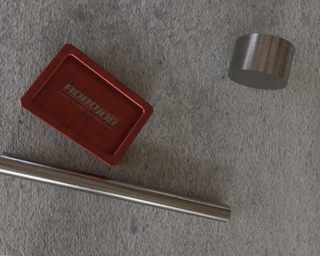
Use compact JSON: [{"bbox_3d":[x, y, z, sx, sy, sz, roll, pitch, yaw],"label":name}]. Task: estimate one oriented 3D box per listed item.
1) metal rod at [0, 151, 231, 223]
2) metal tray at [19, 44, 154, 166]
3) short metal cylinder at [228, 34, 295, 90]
[{"bbox_3d":[-0.042,0.080,0.393,0.302,0.025,0.025,17,84,-19],"label":"metal rod"},{"bbox_3d":[-0.085,-0.025,0.375,0.130,0.030,0.090,37,78,-16],"label":"metal tray"},{"bbox_3d":[0.140,-0.090,0.432,0.081,0.080,0.050,17,85,-20],"label":"short metal cylinder"}]
